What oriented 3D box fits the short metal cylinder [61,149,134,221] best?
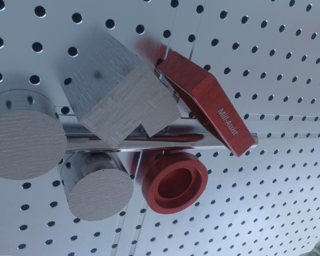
[{"bbox_3d":[-0.080,0.070,0.394,0.081,0.050,0.079,-14,124,-21],"label":"short metal cylinder"}]

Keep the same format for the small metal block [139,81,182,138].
[{"bbox_3d":[-0.007,-0.024,0.392,0.050,0.025,0.050,-34,129,-6],"label":"small metal block"}]

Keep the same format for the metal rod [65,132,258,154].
[{"bbox_3d":[0.019,0.019,0.433,0.303,0.025,0.025,1,118,-29],"label":"metal rod"}]

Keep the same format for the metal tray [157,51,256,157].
[{"bbox_3d":[0.058,-0.028,0.383,0.030,0.090,0.130,-43,129,1],"label":"metal tray"}]

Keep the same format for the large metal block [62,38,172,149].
[{"bbox_3d":[-0.048,-0.039,0.325,0.080,0.080,0.050,-44,130,2],"label":"large metal block"}]

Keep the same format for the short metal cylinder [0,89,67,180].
[{"bbox_3d":[-0.142,0.007,0.320,0.081,0.050,0.079,-14,124,-21],"label":"short metal cylinder"}]

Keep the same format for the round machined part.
[{"bbox_3d":[0.018,0.076,0.457,0.099,0.042,0.097,-14,124,-21],"label":"round machined part"}]
